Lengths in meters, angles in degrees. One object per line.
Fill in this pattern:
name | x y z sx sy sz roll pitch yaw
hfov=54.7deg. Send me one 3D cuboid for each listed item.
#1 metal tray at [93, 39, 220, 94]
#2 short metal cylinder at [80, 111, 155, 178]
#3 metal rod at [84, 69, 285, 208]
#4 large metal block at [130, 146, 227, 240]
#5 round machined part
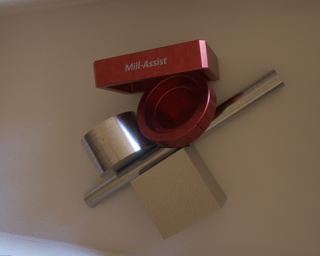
metal tray | -0.001 -0.068 0.373 0.130 0.090 0.030 -7 88 19
short metal cylinder | -0.053 0.022 0.397 0.080 0.080 0.050 -35 79 16
metal rod | 0.019 0.022 0.401 0.300 0.025 0.025 -34 79 16
large metal block | 0.024 0.078 0.385 0.080 0.050 0.080 -34 79 16
round machined part | 0.024 -0.020 0.376 0.098 0.042 0.098 -17 57 28
